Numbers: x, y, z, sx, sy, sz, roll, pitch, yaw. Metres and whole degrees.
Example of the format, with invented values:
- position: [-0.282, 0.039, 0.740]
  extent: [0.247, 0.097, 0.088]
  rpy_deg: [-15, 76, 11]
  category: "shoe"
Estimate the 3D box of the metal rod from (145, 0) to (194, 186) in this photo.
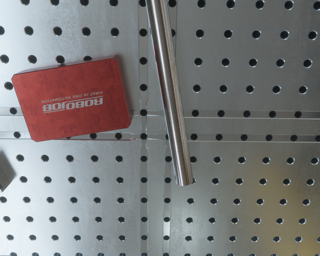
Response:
- position: [0.011, -0.062, 0.390]
  extent: [0.025, 0.025, 0.298]
  rpy_deg: [-9, 110, 3]
  category: "metal rod"

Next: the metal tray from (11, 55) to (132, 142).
- position: [-0.108, -0.037, 0.396]
  extent: [0.131, 0.030, 0.089]
  rpy_deg: [-9, 110, 3]
  category: "metal tray"

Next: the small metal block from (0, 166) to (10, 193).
- position: [-0.251, 0.071, 0.437]
  extent: [0.050, 0.025, 0.050]
  rpy_deg: [-17, 109, 6]
  category: "small metal block"
